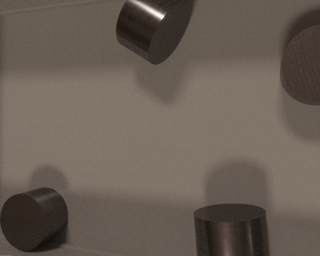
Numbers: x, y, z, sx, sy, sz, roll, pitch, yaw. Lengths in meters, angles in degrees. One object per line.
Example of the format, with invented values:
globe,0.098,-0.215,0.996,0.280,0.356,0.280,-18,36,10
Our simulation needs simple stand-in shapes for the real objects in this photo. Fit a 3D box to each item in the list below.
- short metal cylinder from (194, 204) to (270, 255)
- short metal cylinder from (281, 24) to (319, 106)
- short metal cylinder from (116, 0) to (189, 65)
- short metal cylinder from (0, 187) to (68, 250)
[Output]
short metal cylinder,0.081,0.121,0.352,0.080,0.080,0.050,-5,89,19
short metal cylinder,0.174,-0.066,0.336,0.080,0.050,0.079,0,90,19
short metal cylinder,-0.008,-0.126,0.383,0.050,0.080,0.080,35,101,16
short metal cylinder,-0.186,0.133,0.461,0.080,0.050,0.079,0,90,19
